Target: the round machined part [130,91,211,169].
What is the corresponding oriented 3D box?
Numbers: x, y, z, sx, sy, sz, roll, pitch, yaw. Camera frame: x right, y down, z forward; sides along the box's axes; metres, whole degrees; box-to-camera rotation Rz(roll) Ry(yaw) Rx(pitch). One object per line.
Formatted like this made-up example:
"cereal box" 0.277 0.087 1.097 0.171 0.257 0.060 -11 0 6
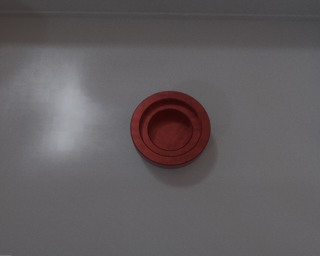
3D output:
"round machined part" 0.013 0.005 0.399 0.099 0.042 0.098 0 70 0
